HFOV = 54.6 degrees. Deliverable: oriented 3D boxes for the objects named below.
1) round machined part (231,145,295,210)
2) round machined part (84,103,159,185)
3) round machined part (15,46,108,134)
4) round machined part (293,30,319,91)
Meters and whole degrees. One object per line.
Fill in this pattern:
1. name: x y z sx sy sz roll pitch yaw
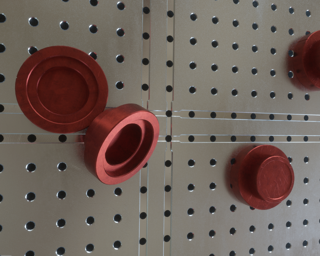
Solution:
1. round machined part: 0.159 0.074 0.462 0.099 0.042 0.097 0 90 -20
2. round machined part: -0.049 0.015 0.368 0.099 0.042 0.097 -35 142 -33
3. round machined part: -0.113 -0.042 0.362 0.099 0.042 0.097 0 90 -20
4. round machined part: 0.270 -0.111 0.502 0.099 0.042 0.097 0 90 -20
